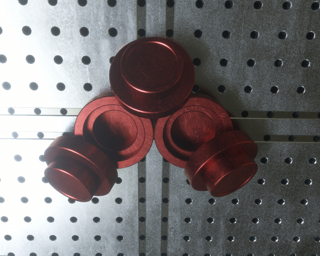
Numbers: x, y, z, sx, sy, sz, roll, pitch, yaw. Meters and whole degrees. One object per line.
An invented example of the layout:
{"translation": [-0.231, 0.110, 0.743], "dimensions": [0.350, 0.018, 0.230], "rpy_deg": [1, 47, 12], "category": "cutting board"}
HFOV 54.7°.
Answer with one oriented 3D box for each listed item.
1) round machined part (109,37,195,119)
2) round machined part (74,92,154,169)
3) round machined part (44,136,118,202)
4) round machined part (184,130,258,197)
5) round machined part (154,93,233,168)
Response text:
{"translation": [-0.009, -0.063, 0.354], "dimensions": [0.099, 0.042, 0.098], "rpy_deg": [0, 72, -1], "category": "round machined part"}
{"translation": [-0.057, 0.000, 0.403], "dimensions": [0.099, 0.042, 0.097], "rpy_deg": [0, 110, -1], "category": "round machined part"}
{"translation": [-0.108, 0.059, 0.400], "dimensions": [0.098, 0.042, 0.097], "rpy_deg": [16, 139, 15], "category": "round machined part"}
{"translation": [0.084, 0.052, 0.396], "dimensions": [0.099, 0.042, 0.097], "rpy_deg": [-20, 143, -16], "category": "round machined part"}
{"translation": [0.042, 0.001, 0.405], "dimensions": [0.099, 0.042, 0.097], "rpy_deg": [0, 110, -1], "category": "round machined part"}
